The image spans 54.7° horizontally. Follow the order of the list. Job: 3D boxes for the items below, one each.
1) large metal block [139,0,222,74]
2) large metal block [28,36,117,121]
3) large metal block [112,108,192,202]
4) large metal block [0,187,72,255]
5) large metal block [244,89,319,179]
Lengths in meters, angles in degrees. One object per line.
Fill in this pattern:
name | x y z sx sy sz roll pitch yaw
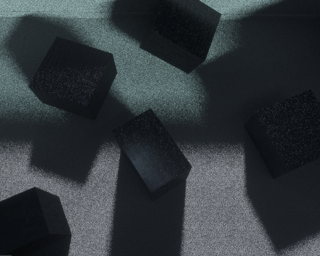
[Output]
large metal block | 0.029 -0.136 0.432 0.080 0.050 0.080 26 71 -15
large metal block | -0.114 -0.066 0.420 0.080 0.050 0.080 19 71 6
large metal block | -0.009 0.035 0.367 0.050 0.080 0.080 -31 73 -11
large metal block | -0.154 0.110 0.339 0.080 0.080 0.050 -23 72 -8
large metal block | 0.168 0.009 0.394 0.080 0.050 0.080 -22 72 -8
